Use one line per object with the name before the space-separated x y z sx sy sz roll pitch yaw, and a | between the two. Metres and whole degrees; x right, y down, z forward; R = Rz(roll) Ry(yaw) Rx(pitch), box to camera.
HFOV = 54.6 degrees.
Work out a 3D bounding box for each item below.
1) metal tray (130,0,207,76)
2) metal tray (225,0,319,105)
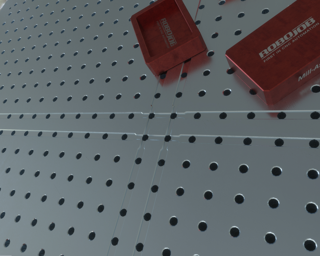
metal tray | 0.009 -0.154 0.495 0.090 0.030 0.130 -27 52 11
metal tray | 0.160 -0.099 0.382 0.130 0.030 0.090 -35 51 4
